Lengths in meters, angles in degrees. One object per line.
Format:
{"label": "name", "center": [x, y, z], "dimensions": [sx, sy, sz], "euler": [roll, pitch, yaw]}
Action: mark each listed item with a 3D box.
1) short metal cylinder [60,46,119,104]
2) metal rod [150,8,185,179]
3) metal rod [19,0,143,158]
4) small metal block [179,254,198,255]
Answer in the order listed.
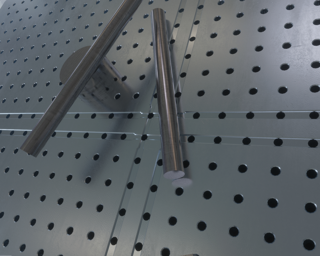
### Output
{"label": "short metal cylinder", "center": [-0.114, -0.087, 0.506], "dimensions": [0.080, 0.050, 0.080], "euler": [-13, 56, 21]}
{"label": "metal rod", "center": [0.006, -0.069, 0.447], "dimensions": [0.025, 0.025, 0.299], "euler": [-17, 55, 18]}
{"label": "metal rod", "center": [-0.105, -0.092, 0.455], "dimensions": [0.025, 0.025, 0.300], "euler": [19, 71, 35]}
{"label": "small metal block", "center": [0.016, 0.156, 0.304], "dimensions": [0.050, 0.025, 0.050], "euler": [-17, 55, 18]}
